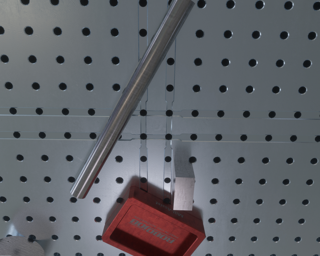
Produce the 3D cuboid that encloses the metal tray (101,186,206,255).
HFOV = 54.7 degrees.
[{"bbox_3d":[-0.009,0.156,0.468,0.131,0.030,0.090,30,107,-11],"label":"metal tray"}]

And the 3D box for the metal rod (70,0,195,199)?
[{"bbox_3d":[-0.044,-0.028,0.402,0.025,0.025,0.298,28,108,-10],"label":"metal rod"}]

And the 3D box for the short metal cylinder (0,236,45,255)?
[{"bbox_3d":[-0.218,0.209,0.459,0.080,0.080,0.050,23,108,-9],"label":"short metal cylinder"}]

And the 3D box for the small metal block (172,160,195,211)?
[{"bbox_3d":[0.032,0.078,0.429,0.025,0.050,0.050,2,110,-1],"label":"small metal block"}]
